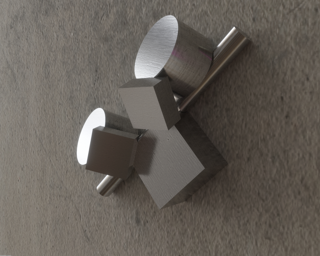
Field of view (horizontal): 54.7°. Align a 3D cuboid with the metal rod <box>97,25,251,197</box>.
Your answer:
[{"bbox_3d":[0.002,-0.004,0.403,0.299,0.025,0.025,-48,62,28],"label":"metal rod"}]

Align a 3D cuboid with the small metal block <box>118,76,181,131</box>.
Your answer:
[{"bbox_3d":[-0.011,-0.026,0.332,0.050,0.025,0.050,3,123,39],"label":"small metal block"}]

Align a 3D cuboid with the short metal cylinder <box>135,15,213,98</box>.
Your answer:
[{"bbox_3d":[0.014,-0.081,0.358,0.080,0.050,0.080,-32,47,43],"label":"short metal cylinder"}]

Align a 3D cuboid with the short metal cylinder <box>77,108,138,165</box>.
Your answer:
[{"bbox_3d":[-0.074,0.018,0.431,0.080,0.050,0.080,-32,47,43],"label":"short metal cylinder"}]

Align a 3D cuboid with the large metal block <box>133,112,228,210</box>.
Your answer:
[{"bbox_3d":[0.018,0.037,0.371,0.080,0.050,0.080,-49,62,29],"label":"large metal block"}]

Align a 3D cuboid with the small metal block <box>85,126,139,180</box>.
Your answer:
[{"bbox_3d":[-0.057,0.029,0.370,0.050,0.025,0.050,14,101,6],"label":"small metal block"}]
